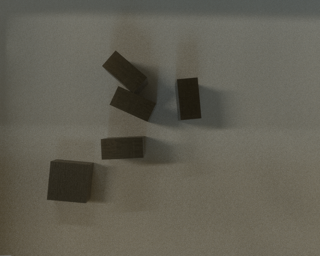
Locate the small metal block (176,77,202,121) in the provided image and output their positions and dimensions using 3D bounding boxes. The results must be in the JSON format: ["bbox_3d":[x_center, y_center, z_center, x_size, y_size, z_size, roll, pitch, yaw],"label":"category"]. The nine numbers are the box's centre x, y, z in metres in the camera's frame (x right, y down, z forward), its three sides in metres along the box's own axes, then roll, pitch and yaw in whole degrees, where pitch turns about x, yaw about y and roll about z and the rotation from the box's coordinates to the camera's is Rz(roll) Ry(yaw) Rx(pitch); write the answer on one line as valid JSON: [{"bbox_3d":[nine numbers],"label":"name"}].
[{"bbox_3d":[0.035,-0.036,0.399,0.025,0.050,0.050,-5,90,0],"label":"small metal block"}]

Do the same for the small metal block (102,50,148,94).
[{"bbox_3d":[-0.043,-0.068,0.398,0.050,0.050,0.025,41,90,-1],"label":"small metal block"}]

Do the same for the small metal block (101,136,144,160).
[{"bbox_3d":[-0.046,0.025,0.398,0.050,0.050,0.025,-3,90,-1],"label":"small metal block"}]

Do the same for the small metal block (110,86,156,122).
[{"bbox_3d":[-0.033,-0.029,0.399,0.050,0.050,0.025,24,90,-1],"label":"small metal block"}]

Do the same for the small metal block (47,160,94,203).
[{"bbox_3d":[-0.118,0.070,0.410,0.050,0.025,0.050,5,90,-1],"label":"small metal block"}]
